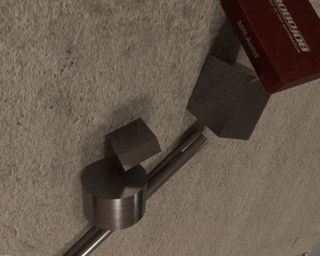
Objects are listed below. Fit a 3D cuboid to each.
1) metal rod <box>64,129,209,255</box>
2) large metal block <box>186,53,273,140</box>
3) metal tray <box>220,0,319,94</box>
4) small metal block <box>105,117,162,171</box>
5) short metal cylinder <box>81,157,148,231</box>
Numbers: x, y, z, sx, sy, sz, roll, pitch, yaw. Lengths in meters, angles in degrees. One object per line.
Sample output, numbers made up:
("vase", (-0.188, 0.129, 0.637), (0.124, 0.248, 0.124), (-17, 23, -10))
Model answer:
("metal rod", (-0.046, 0.114, 0.453), (0.300, 0.025, 0.025), (-44, 130, 2))
("large metal block", (0.087, -0.040, 0.396), (0.050, 0.080, 0.079), (7, 115, -32))
("metal tray", (0.138, -0.112, 0.355), (0.091, 0.130, 0.030), (-18, 167, -18))
("small metal block", (-0.033, 0.019, 0.385), (0.050, 0.050, 0.025), (-28, 128, -11))
("short metal cylinder", (-0.057, 0.081, 0.391), (0.081, 0.080, 0.050), (-10, 123, -24))
